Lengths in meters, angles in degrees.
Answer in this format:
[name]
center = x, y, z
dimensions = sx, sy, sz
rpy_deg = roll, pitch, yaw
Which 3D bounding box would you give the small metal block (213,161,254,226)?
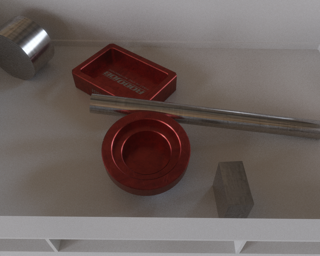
[small metal block]
center = 0.076, 0.070, 0.331
dimensions = 0.025, 0.050, 0.050
rpy_deg = -2, 50, -2

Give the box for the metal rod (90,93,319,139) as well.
[metal rod]
center = 0.065, -0.014, 0.395
dimensions = 0.302, 0.025, 0.025
rpy_deg = 6, 50, -4

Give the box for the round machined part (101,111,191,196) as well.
[round machined part]
center = -0.016, 0.032, 0.360
dimensions = 0.099, 0.042, 0.098
rpy_deg = 1, 59, -1

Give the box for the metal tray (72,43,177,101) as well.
[metal tray]
center = -0.052, -0.071, 0.460
dimensions = 0.130, 0.030, 0.090
rpy_deg = 29, 56, 22

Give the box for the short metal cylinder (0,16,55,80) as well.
[short metal cylinder]
center = -0.209, -0.120, 0.467
dimensions = 0.080, 0.080, 0.050
rpy_deg = 17, 52, 13
